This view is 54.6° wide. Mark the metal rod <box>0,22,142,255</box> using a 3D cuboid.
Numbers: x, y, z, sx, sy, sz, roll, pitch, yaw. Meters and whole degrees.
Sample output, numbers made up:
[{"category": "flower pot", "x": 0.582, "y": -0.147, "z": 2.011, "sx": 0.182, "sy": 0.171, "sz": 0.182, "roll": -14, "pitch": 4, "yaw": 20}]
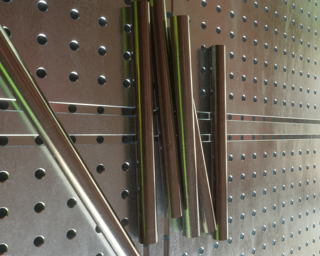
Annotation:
[{"category": "metal rod", "x": -0.094, "y": 0.037, "z": 0.329, "sx": 0.025, "sy": 0.025, "sz": 0.299, "roll": -39, "pitch": 114, "yaw": -33}]

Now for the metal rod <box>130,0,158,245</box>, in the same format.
[{"category": "metal rod", "x": -0.020, "y": -0.005, "z": 0.391, "sx": 0.025, "sy": 0.025, "sz": 0.298, "roll": -3, "pitch": 92, "yaw": -40}]

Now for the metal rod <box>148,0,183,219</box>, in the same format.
[{"category": "metal rod", "x": 0.006, "y": -0.029, "z": 0.412, "sx": 0.025, "sy": 0.025, "sz": 0.298, "roll": -8, "pitch": 95, "yaw": -40}]

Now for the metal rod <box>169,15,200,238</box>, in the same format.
[{"category": "metal rod", "x": 0.035, "y": 0.006, "z": 0.419, "sx": 0.025, "sy": 0.025, "sz": 0.298, "roll": -13, "pitch": 104, "yaw": -39}]

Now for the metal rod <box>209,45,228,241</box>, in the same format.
[{"category": "metal rod", "x": 0.092, "y": 0.023, "z": 0.484, "sx": 0.025, "sy": 0.025, "sz": 0.298, "roll": -2, "pitch": 91, "yaw": -40}]

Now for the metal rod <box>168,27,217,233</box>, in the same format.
[{"category": "metal rod", "x": 0.045, "y": 0.008, "z": 0.445, "sx": 0.025, "sy": 0.025, "sz": 0.298, "roll": -19, "pitch": 102, "yaw": -38}]
